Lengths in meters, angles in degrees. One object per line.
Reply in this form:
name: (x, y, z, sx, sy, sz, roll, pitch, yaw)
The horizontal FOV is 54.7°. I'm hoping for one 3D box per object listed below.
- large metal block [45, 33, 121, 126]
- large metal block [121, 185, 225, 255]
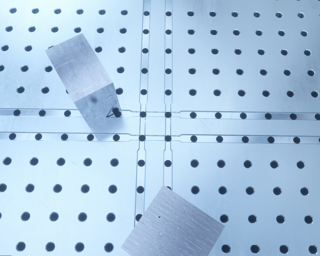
large metal block: (-0.097, -0.060, 0.403, 0.050, 0.080, 0.080, -30, 73, -10)
large metal block: (0.014, 0.124, 0.353, 0.080, 0.050, 0.080, 33, 73, 11)
